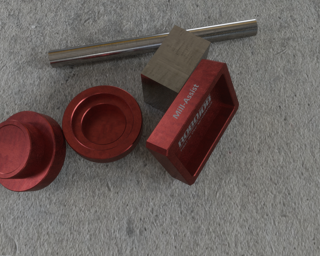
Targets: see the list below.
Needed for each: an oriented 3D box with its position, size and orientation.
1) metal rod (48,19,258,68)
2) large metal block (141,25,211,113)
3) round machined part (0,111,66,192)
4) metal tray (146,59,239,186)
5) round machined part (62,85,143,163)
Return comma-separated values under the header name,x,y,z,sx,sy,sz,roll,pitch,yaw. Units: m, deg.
name,x,y,z,sx,sy,sz,roll,pitch,yaw
metal rod,-0.007,-0.124,0.453,0.302,0.025,0.025,-10,71,-4
large metal block,0.020,-0.070,0.405,0.050,0.080,0.080,29,73,10
round machined part,-0.166,0.027,0.370,0.098,0.042,0.098,-4,80,20
metal tray,0.045,-0.006,0.374,0.030,0.090,0.130,21,69,35
round machined part,-0.071,-0.002,0.399,0.099,0.042,0.098,0,70,0
